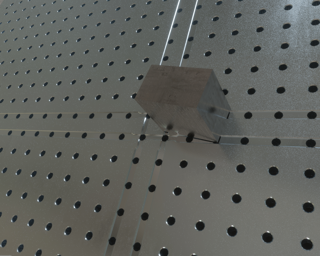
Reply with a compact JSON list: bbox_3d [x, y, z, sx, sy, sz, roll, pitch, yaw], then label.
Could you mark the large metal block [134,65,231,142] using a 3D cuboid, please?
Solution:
[{"bbox_3d":[0.030,-0.029,0.374,0.080,0.080,0.050,11,68,32],"label":"large metal block"}]
